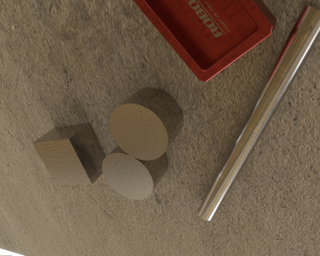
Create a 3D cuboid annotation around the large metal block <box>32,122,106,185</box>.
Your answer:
[{"bbox_3d":[-0.139,0.042,0.490,0.080,0.050,0.080,-7,115,31],"label":"large metal block"}]

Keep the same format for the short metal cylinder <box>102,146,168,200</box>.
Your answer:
[{"bbox_3d":[-0.035,0.055,0.443,0.080,0.050,0.079,13,124,21],"label":"short metal cylinder"}]

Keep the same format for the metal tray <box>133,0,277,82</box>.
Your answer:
[{"bbox_3d":[0.038,-0.122,0.307,0.130,0.030,0.090,49,129,-7],"label":"metal tray"}]

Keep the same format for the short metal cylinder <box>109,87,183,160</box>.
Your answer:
[{"bbox_3d":[-0.017,-0.006,0.396,0.080,0.050,0.079,13,124,21],"label":"short metal cylinder"}]

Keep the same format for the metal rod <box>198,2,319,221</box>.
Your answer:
[{"bbox_3d":[0.102,0.009,0.358,0.025,0.025,0.298,26,128,12],"label":"metal rod"}]
